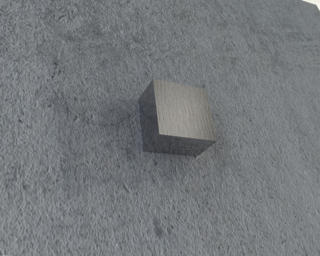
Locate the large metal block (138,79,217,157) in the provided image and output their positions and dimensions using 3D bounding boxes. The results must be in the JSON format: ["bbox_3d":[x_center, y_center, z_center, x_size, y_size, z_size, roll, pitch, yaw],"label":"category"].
[{"bbox_3d":[0.021,-0.011,0.409,0.081,0.050,0.080,8,58,-25],"label":"large metal block"}]
